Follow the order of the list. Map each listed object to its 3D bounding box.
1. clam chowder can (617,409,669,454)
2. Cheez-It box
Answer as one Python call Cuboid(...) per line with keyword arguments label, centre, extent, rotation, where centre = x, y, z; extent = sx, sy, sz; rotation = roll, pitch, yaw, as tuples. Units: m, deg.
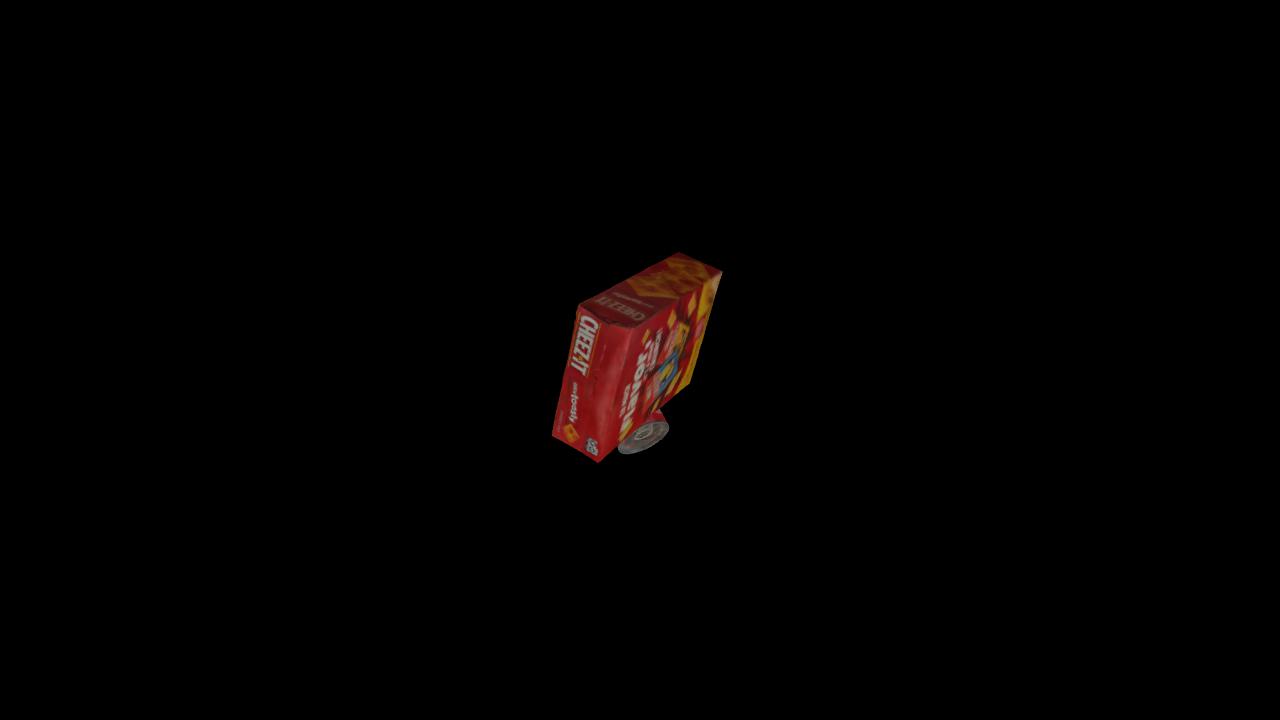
Cuboid(label="clam chowder can", centre=(-0.016, 0.055, 0.756), extent=(0.068, 0.102, 0.068), rotation=(-22, -29, -13))
Cuboid(label="Cheez-It box", centre=(0.002, -0.011, 0.685), extent=(0.071, 0.166, 0.223), rotation=(26, 33, 19))
